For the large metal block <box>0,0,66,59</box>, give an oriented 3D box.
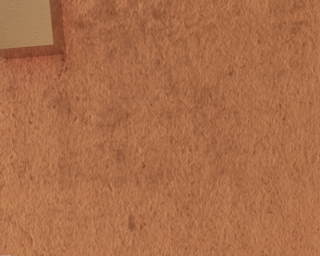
[{"bbox_3d":[-0.171,-0.136,0.395,0.081,0.050,0.079,-5,90,-1],"label":"large metal block"}]
